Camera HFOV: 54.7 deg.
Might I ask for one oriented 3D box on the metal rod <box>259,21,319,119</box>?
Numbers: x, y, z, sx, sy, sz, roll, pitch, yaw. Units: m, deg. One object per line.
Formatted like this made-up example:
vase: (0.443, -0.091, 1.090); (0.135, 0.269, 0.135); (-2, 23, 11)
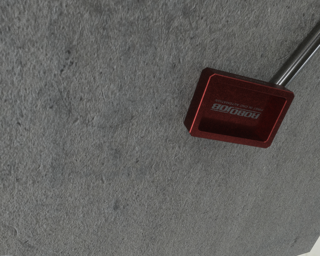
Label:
metal rod: (0.227, -0.129, 0.453); (0.025, 0.025, 0.299); (31, 101, -38)

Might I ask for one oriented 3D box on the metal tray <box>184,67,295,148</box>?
metal tray: (0.109, -0.025, 0.430); (0.131, 0.030, 0.089); (10, 114, -18)
